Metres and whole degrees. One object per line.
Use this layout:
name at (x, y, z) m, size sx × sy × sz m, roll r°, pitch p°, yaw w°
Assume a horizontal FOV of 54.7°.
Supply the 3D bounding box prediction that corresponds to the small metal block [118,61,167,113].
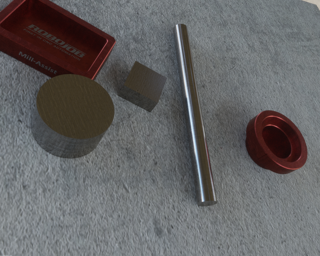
small metal block at (-0.023, -0.057, 0.428) m, size 0.050 × 0.025 × 0.050 m, roll 27°, pitch 52°, yaw -12°

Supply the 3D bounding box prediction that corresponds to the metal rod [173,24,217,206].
metal rod at (0.046, -0.037, 0.453) m, size 0.025 × 0.025 × 0.299 m, roll 9°, pitch 58°, yaw -24°

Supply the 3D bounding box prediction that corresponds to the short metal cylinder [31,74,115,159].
short metal cylinder at (-0.097, -0.013, 0.344) m, size 0.081 × 0.050 × 0.080 m, roll 14°, pitch 56°, yaw -21°

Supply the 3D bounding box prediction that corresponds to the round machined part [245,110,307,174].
round machined part at (0.171, 0.025, 0.472) m, size 0.099 × 0.042 × 0.098 m, roll 14°, pitch 56°, yaw -21°

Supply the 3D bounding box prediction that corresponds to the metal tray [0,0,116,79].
metal tray at (-0.133, -0.112, 0.397) m, size 0.131 × 0.030 × 0.090 m, roll 28°, pitch 52°, yaw -11°
